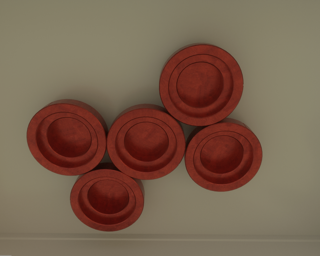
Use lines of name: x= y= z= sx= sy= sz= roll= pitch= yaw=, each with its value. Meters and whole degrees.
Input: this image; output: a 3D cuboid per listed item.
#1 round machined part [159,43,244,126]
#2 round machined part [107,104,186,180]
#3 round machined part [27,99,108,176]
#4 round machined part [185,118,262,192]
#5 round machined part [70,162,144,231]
round machined part: x=0.048 y=-0.055 z=0.380 sx=0.099 sy=0.042 sz=0.097 roll=0 pitch=110 yaw=0
round machined part: x=-0.017 y=0.015 z=0.404 sx=0.099 sy=0.042 sz=0.097 roll=0 pitch=110 yaw=0
round machined part: x=-0.115 y=0.009 z=0.402 sx=0.099 sy=0.042 sz=0.097 roll=0 pitch=110 yaw=0
round machined part: x=0.081 y=0.032 z=0.412 sx=0.099 sy=0.042 sz=0.097 roll=0 pitch=110 yaw=0
round machined part: x=-0.071 y=0.091 z=0.432 sx=0.099 sy=0.042 sz=0.097 roll=0 pitch=110 yaw=0
